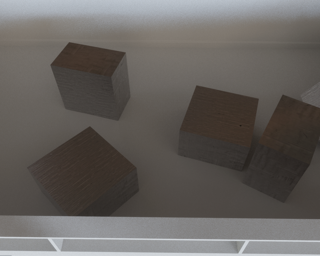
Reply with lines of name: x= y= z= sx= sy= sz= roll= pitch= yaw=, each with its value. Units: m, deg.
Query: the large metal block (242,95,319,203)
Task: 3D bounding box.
large metal block: x=0.140 y=0.024 z=0.350 sx=0.050 sy=0.080 sz=0.080 roll=25 pitch=54 yaw=19

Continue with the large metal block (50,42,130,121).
large metal block: x=-0.089 y=-0.062 z=0.421 sx=0.080 sy=0.080 sz=0.050 roll=13 pitch=51 yaw=10

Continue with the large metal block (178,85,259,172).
large metal block: x=0.073 y=-0.001 z=0.390 sx=0.080 sy=0.050 sz=0.080 roll=14 pitch=51 yaw=11

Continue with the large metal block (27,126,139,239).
large metal block: x=-0.081 y=0.057 z=0.340 sx=0.080 sy=0.050 sz=0.080 roll=-37 pitch=59 yaw=-27

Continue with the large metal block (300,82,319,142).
large metal block: x=0.235 y=-0.026 z=0.383 sx=0.050 sy=0.080 sz=0.080 roll=25 pitch=45 yaw=-25
